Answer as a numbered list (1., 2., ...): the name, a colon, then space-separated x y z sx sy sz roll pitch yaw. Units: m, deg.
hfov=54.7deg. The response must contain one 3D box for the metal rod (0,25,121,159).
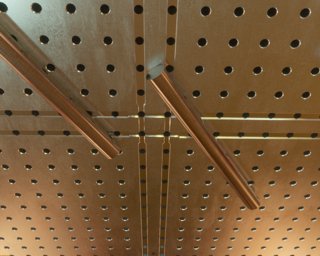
1. metal rod: -0.145 -0.062 0.356 0.025 0.025 0.300 -26 126 20

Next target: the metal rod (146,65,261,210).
1. metal rod: 0.076 0.031 0.439 0.025 0.025 0.300 -26 126 20
